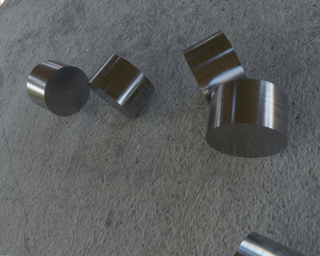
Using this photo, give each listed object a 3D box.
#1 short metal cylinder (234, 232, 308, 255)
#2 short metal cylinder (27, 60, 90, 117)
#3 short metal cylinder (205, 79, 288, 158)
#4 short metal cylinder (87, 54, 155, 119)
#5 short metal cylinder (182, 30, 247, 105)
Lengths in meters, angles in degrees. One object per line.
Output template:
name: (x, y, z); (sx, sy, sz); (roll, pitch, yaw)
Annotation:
short metal cylinder: (0.085, 0.131, 0.244); (0.050, 0.080, 0.080); (18, 71, 35)
short metal cylinder: (-0.160, -0.063, 0.492); (0.050, 0.080, 0.080); (22, 74, 36)
short metal cylinder: (0.091, -0.007, 0.325); (0.080, 0.080, 0.050); (-3, 61, 27)
short metal cylinder: (-0.054, -0.057, 0.432); (0.080, 0.080, 0.050); (30, 79, 38)
short metal cylinder: (0.068, -0.071, 0.376); (0.050, 0.080, 0.080); (-27, 52, 12)
